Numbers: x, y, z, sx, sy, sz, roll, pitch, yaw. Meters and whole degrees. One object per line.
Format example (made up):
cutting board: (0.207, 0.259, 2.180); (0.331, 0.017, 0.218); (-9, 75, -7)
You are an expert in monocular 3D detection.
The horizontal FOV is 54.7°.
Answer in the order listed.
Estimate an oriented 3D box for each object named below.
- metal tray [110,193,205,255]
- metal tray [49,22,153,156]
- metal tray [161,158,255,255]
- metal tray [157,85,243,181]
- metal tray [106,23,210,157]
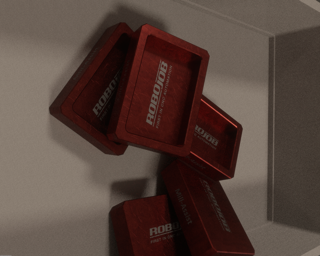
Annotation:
metal tray: (0.009, 0.131, 0.390); (0.131, 0.030, 0.090); (1, 64, -40)
metal tray: (-0.052, -0.045, 0.360); (0.090, 0.030, 0.130); (43, 64, -32)
metal tray: (0.060, 0.106, 0.400); (0.090, 0.030, 0.130); (23, 32, -41)
metal tray: (0.055, 0.005, 0.425); (0.130, 0.030, 0.090); (34, 57, -25)
metal tray: (0.001, -0.039, 0.350); (0.091, 0.030, 0.129); (17, 78, -24)
